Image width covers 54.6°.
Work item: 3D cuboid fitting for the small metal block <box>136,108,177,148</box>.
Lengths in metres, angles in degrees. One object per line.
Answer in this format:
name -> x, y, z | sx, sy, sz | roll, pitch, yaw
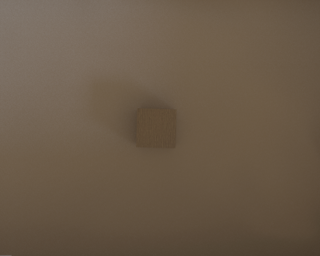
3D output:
small metal block -> -0.005, 0.000, 0.408 | 0.050, 0.025, 0.050 | 2, 90, 0
